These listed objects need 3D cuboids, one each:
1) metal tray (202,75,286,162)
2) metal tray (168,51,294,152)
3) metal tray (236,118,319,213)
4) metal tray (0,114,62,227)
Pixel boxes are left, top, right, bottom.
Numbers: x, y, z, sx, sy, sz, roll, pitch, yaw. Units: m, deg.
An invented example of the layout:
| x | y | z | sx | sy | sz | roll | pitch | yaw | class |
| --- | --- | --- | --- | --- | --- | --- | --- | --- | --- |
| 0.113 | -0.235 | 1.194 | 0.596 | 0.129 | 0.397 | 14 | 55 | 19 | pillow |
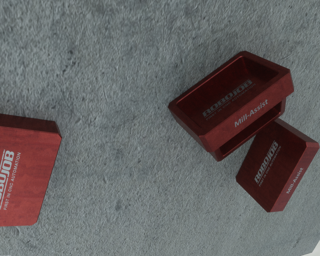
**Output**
| x | y | z | sx | sy | sz | roll | pitch | yaw | class |
| --- | --- | --- | --- | --- | --- | --- | --- | --- | --- |
| 0.119 | -0.016 | 0.441 | 0.130 | 0.030 | 0.090 | -36 | 147 | -4 | metal tray |
| 0.085 | -0.038 | 0.387 | 0.130 | 0.090 | 0.030 | -36 | 128 | -4 | metal tray |
| 0.184 | 0.058 | 0.500 | 0.030 | 0.090 | 0.129 | 5 | 116 | -31 | metal tray |
| -0.171 | 0.050 | 0.341 | 0.091 | 0.030 | 0.129 | 9 | 114 | -33 | metal tray |
